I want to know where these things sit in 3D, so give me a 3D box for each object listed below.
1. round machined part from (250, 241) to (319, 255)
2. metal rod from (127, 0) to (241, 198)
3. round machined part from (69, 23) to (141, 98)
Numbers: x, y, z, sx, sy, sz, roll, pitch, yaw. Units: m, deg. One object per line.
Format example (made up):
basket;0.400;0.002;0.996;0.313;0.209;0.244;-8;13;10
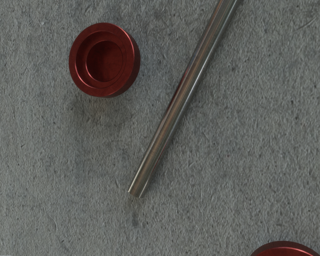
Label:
round machined part;0.145;0.176;0.349;0.098;0.042;0.097;0;90;20
metal rod;0.032;-0.045;0.397;0.025;0.025;0.298;29;99;17
round machined part;-0.072;-0.090;0.425;0.098;0.042;0.097;0;90;20
